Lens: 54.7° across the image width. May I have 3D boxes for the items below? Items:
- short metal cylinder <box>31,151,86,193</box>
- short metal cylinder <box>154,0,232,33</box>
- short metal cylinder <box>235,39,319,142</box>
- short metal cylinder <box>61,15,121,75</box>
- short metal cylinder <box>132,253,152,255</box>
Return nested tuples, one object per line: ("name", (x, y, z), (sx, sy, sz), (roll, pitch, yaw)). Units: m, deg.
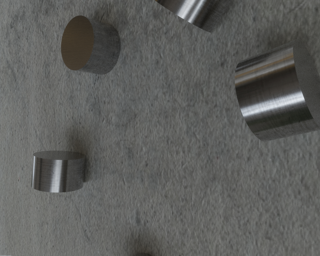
("short metal cylinder", (-0.164, 0.068, 0.501), (0.080, 0.081, 0.050), (9, 96, 39))
("short metal cylinder", (0.036, -0.147, 0.338), (0.080, 0.081, 0.050), (46, 117, 30))
("short metal cylinder", (0.110, -0.032, 0.278), (0.050, 0.081, 0.080), (-17, 79, 38))
("short metal cylinder", (-0.106, -0.125, 0.474), (0.080, 0.050, 0.079), (0, 90, 39))
("short metal cylinder", (-0.034, 0.216, 0.414), (0.080, 0.050, 0.079), (0, 90, 39))
